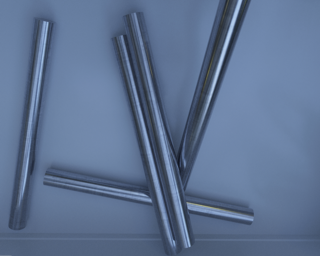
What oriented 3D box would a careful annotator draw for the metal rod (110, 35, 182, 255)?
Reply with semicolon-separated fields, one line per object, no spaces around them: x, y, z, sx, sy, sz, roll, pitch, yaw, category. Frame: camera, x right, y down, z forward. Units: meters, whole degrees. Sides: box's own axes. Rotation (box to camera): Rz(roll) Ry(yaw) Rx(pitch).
-0.014;0.032;0.405;0.025;0.025;0.298;-12;103;4;metal rod

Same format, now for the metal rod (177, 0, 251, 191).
0.046;-0.021;0.341;0.025;0.025;0.298;8;134;-3;metal rod

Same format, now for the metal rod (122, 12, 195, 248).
0.002;0.013;0.384;0.025;0.025;0.298;-12;103;4;metal rod

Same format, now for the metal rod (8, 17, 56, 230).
-0.173;0.009;0.412;0.025;0.025;0.298;14;109;-6;metal rod

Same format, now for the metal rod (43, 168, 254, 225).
-0.012;0.100;0.448;0.302;0.025;0.025;12;110;-5;metal rod
